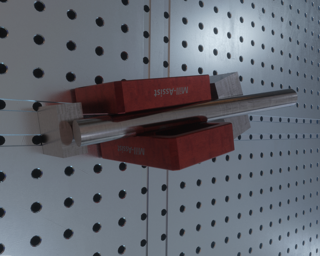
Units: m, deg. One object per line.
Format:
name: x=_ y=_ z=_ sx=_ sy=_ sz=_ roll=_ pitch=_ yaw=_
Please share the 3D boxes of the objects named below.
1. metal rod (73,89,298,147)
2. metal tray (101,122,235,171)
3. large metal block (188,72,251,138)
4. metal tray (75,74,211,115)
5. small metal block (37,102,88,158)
metal rod: x=0.053 y=-0.019 z=0.357 sx=0.303 sy=0.025 sz=0.025 roll=-11 pitch=97 yaw=-30
metal tray: x=0.004 y=0.015 z=0.346 sx=0.091 sy=0.130 sz=0.030 roll=-13 pitch=99 yaw=-40
large metal block: x=0.070 y=-0.028 z=0.433 sx=0.050 sy=0.080 sz=0.080 roll=-29 pitch=108 yaw=-37
metal tray: x=-0.017 y=-0.039 z=0.353 sx=0.131 sy=0.090 sz=0.030 roll=-12 pitch=99 yaw=-40
small metal block: x=-0.099 y=0.001 z=0.311 sx=0.025 sy=0.050 sz=0.050 roll=-11 pitch=97 yaw=-40
